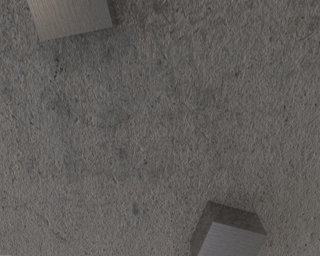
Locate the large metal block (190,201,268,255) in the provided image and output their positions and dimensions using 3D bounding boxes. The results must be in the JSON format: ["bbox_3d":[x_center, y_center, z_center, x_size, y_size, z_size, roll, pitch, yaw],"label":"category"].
[{"bbox_3d":[0.098,0.164,0.458,0.080,0.050,0.079,16,109,-6],"label":"large metal block"}]

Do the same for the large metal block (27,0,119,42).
[{"bbox_3d":[-0.097,-0.146,0.342,0.080,0.050,0.079,-10,110,3],"label":"large metal block"}]
